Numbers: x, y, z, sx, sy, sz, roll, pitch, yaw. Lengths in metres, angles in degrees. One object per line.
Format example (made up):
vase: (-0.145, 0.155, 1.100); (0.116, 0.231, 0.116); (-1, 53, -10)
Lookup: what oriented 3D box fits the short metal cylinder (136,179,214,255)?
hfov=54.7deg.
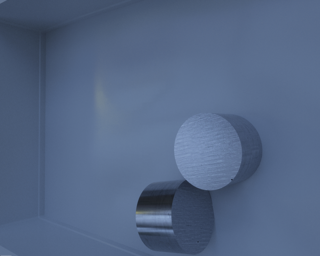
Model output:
short metal cylinder: (0.019, 0.100, 0.354); (0.050, 0.081, 0.080); (-14, 82, 39)

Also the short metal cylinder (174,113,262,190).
short metal cylinder: (0.063, 0.024, 0.337); (0.080, 0.050, 0.079); (0, 90, 39)
